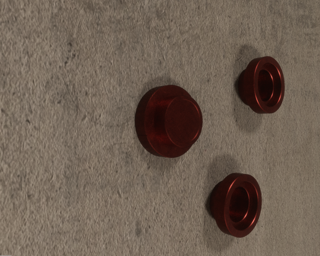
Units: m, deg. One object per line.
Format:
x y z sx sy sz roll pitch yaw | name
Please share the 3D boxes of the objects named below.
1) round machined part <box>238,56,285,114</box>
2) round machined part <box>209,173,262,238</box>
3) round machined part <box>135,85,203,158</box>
0.174 -0.074 0.543 0.099 0.042 0.097 0 90 -40 | round machined part
0.117 0.120 0.495 0.099 0.042 0.097 0 90 -40 | round machined part
0.019 -0.009 0.412 0.099 0.042 0.097 0 90 -40 | round machined part
